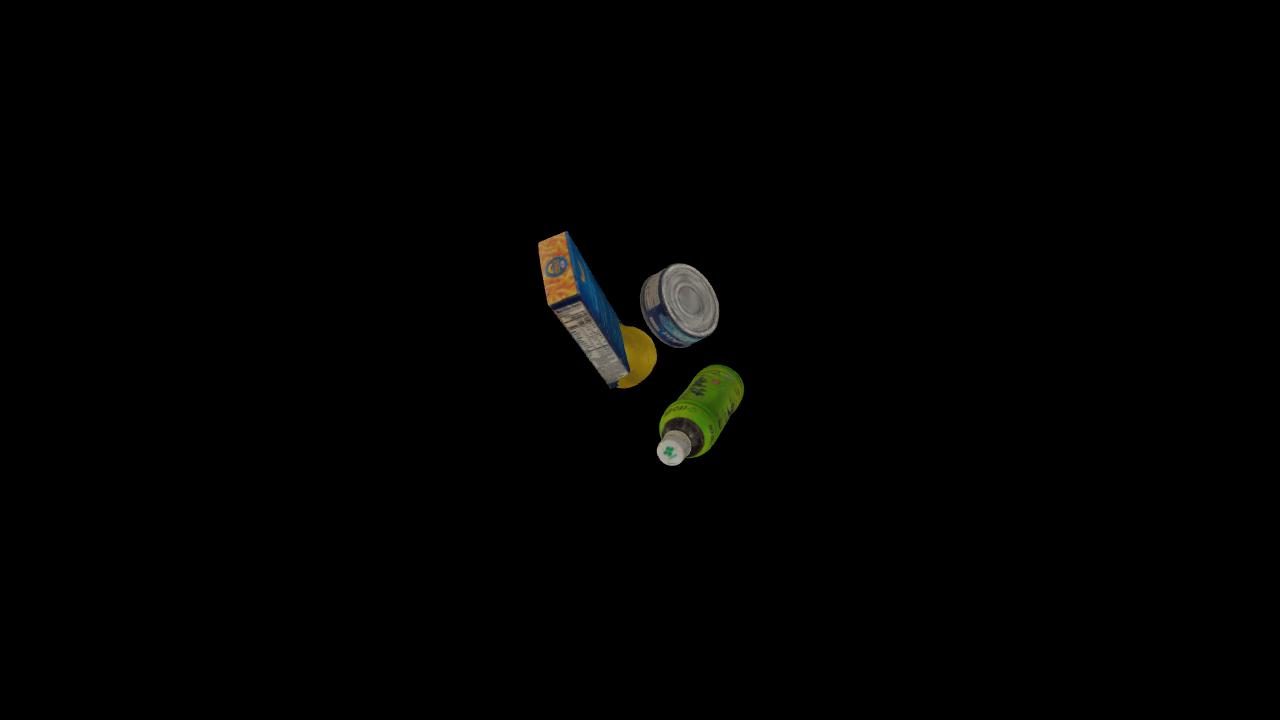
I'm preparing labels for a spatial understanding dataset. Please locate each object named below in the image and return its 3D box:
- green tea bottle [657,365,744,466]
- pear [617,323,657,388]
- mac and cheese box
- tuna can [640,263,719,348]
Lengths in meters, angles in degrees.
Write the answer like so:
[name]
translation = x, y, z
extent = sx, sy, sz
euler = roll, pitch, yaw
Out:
[green tea bottle]
translation = 0.070, 0.068, 0.740
extent = 0.073, 0.073, 0.212
euler = 0, 19, 23
[pear]
translation = -0.032, -0.020, 0.761
extent = 0.080, 0.111, 0.080
euler = -38, 12, 10
[mac and cheese box]
translation = -0.056, -0.050, 0.700
extent = 0.041, 0.093, 0.184
euler = -19, -35, 9
[tuna can]
translation = 0.043, -0.057, 0.635
extent = 0.084, 0.084, 0.034
euler = 0, -17, -41
